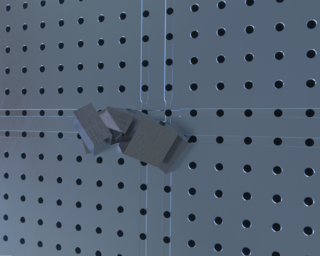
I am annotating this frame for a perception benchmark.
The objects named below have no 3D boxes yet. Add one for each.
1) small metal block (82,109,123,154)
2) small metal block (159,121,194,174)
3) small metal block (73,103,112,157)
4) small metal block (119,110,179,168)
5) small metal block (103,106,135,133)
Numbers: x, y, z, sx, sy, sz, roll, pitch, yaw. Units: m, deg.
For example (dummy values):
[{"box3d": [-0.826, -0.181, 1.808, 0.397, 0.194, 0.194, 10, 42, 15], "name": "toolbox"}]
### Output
[{"box3d": [-0.085, 0.005, 0.441, 0.050, 0.025, 0.050, -20, 83, 18], "name": "small metal block"}, {"box3d": [0.007, 0.024, 0.409, 0.050, 0.025, 0.050, 37, 102, 16], "name": "small metal block"}, {"box3d": [-0.087, 0.003, 0.399, 0.025, 0.050, 0.050, -30, 78, -22], "name": "small metal block"}, {"box3d": [-0.014, 0.014, 0.375, 0.050, 0.025, 0.050, 25, 101, -27], "name": "small metal block"}, {"box3d": [-0.041, -0.008, 0.413, 0.050, 0.050, 0.025, 20, 97, 18], "name": "small metal block"}]
